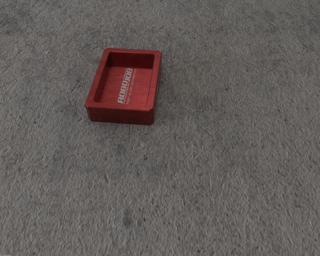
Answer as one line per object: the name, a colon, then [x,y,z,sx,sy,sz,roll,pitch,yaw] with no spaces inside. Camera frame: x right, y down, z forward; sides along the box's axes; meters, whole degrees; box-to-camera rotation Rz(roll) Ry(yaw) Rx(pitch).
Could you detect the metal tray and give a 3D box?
metal tray: [-0.048,-0.065,0.454,0.090,0.030,0.130,4,50,3]
